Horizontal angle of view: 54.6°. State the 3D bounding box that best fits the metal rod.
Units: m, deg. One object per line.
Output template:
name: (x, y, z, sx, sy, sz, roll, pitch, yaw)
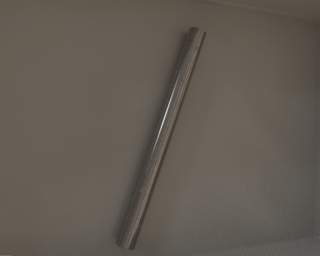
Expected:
metal rod: (0.004, 0.008, 0.409, 0.025, 0.025, 0.299, 21, 83, -19)
